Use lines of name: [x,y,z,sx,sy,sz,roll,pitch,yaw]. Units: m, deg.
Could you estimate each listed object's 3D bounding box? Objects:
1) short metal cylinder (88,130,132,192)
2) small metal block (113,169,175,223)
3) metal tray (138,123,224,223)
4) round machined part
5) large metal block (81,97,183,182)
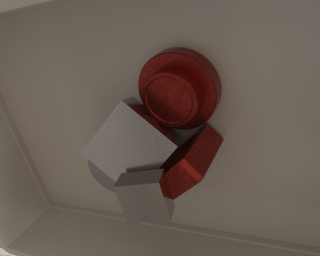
short metal cylinder: [-0.055,0.047,0.447,0.080,0.050,0.079,13,124,20]
small metal block: [-0.016,0.074,0.336,0.050,0.025,0.050,-9,114,17]
metal tray: [0.015,0.058,0.390,0.030,0.090,0.129,45,129,-2]
round machined part: [0.018,-0.040,0.360,0.098,0.042,0.097,13,124,20]
large metal block: [-0.032,0.020,0.372,0.080,0.050,0.080,40,104,1]
